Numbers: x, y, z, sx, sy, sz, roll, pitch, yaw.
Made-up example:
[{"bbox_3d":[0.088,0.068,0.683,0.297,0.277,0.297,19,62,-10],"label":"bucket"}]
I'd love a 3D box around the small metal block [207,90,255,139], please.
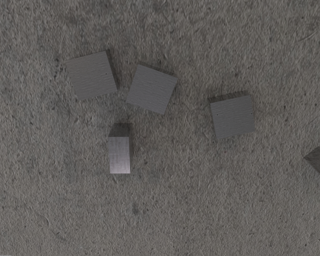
[{"bbox_3d":[0.093,-0.018,0.404,0.050,0.025,0.050,-12,110,4],"label":"small metal block"}]

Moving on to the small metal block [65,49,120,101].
[{"bbox_3d":[-0.082,-0.066,0.384,0.050,0.025,0.050,-13,110,4],"label":"small metal block"}]

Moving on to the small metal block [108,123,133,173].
[{"bbox_3d":[-0.050,0.025,0.405,0.025,0.050,0.050,0,110,0],"label":"small metal block"}]

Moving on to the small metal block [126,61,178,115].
[{"bbox_3d":[-0.011,-0.051,0.391,0.050,0.025,0.050,19,109,-7],"label":"small metal block"}]

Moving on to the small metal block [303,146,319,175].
[{"bbox_3d":[0.231,0.059,0.420,0.025,0.050,0.050,-42,105,14],"label":"small metal block"}]
